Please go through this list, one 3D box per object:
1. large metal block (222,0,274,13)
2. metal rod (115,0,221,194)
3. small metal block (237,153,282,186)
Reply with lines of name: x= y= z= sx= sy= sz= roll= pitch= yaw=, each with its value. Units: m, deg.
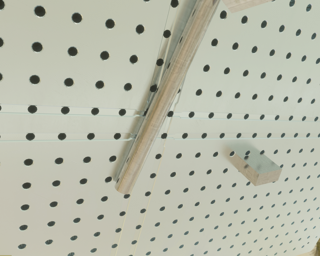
large metal block: x=0.082 y=-0.178 z=0.306 sx=0.080 sy=0.050 sz=0.080 roll=34 pitch=66 yaw=-39
metal rod: x=0.008 y=-0.043 z=0.388 sx=0.025 sy=0.025 sz=0.298 roll=12 pitch=112 yaw=-34
small metal block: x=0.169 y=0.070 z=0.531 sx=0.050 sy=0.050 sz=0.025 roll=-7 pitch=122 yaw=-25
